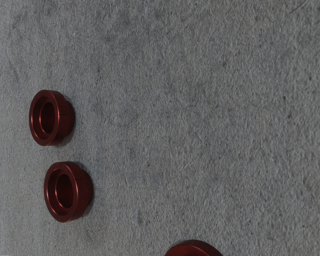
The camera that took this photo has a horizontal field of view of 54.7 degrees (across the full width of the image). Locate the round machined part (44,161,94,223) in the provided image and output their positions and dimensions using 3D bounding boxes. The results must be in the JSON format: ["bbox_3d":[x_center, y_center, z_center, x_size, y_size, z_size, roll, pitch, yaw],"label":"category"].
[{"bbox_3d":[-0.149,0.104,0.517,0.098,0.042,0.097,0,90,40],"label":"round machined part"}]

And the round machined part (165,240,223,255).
[{"bbox_3d":[0.037,0.187,0.364,0.098,0.042,0.097,0,90,40],"label":"round machined part"}]

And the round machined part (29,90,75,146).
[{"bbox_3d":[-0.188,-0.018,0.550,0.098,0.042,0.097,0,90,40],"label":"round machined part"}]
